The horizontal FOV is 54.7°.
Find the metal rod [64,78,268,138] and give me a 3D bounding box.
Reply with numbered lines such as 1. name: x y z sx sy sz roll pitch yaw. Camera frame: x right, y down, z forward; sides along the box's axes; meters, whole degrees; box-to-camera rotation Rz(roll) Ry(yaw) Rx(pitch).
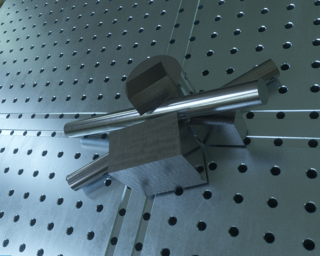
1. metal rod: -0.021 -0.015 0.379 0.300 0.025 0.025 -9 57 39

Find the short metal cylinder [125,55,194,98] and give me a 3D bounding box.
1. short metal cylinder: 0.000 -0.051 0.419 0.080 0.050 0.080 -13 55 20

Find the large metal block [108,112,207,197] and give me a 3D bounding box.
1. large metal block: -0.001 0.033 0.347 0.080 0.080 0.050 -17 55 18

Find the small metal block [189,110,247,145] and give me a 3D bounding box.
1. small metal block: 0.068 -0.003 0.354 0.050 0.050 0.025 0 62 29

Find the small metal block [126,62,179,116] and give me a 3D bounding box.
1. small metal block: -0.010 -0.047 0.363 0.050 0.025 0.050 -31 29 8

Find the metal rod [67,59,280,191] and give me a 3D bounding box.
1. metal rod: 0.011 0.001 0.399 0.300 0.025 0.025 -30 52 8
